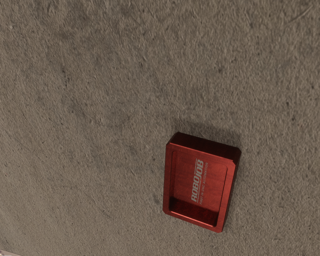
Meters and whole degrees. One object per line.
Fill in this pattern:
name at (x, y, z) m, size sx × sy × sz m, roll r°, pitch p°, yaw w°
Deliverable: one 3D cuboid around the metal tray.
metal tray at (0.053, 0.076, 0.421) m, size 0.090 × 0.030 × 0.129 m, roll 15°, pitch 125°, yaw 19°
